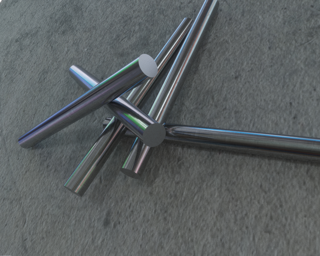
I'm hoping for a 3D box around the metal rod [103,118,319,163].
[{"bbox_3d":[0.056,0.011,0.366,0.300,0.025,0.025,6,65,30],"label":"metal rod"}]

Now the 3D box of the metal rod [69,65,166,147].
[{"bbox_3d":[-0.076,-0.046,0.418,0.025,0.025,0.300,-47,36,-5],"label":"metal rod"}]

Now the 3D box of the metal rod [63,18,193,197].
[{"bbox_3d":[-0.028,-0.043,0.417,0.025,0.025,0.300,15,61,34],"label":"metal rod"}]

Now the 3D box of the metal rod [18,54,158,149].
[{"bbox_3d":[-0.115,-0.020,0.405,0.299,0.025,0.025,-22,51,42],"label":"metal rod"}]

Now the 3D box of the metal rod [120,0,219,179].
[{"bbox_3d":[0.023,-0.071,0.411,0.025,0.025,0.300,7,58,31],"label":"metal rod"}]
